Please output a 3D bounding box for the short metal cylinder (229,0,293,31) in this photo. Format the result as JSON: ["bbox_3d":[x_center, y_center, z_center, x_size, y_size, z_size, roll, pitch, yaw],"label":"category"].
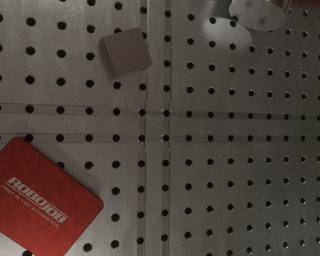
[{"bbox_3d":[0.145,-0.181,0.438,0.080,0.080,0.050,23,83,-19],"label":"short metal cylinder"}]

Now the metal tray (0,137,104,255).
[{"bbox_3d":[-0.143,0.083,0.358,0.130,0.030,0.090,43,76,-15],"label":"metal tray"}]

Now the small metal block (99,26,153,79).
[{"bbox_3d":[-0.043,-0.096,0.397,0.050,0.025,0.050,-23,98,-19],"label":"small metal block"}]
